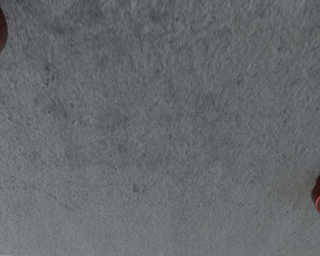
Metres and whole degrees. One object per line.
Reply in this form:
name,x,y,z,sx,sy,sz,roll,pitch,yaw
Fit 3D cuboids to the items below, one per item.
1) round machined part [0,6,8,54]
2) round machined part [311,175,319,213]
round machined part,-0.200,-0.107,0.302,0.099,0.042,0.097,-1,130,0
round machined part,0.286,0.094,0.481,0.099,0.042,0.097,-1,130,0
